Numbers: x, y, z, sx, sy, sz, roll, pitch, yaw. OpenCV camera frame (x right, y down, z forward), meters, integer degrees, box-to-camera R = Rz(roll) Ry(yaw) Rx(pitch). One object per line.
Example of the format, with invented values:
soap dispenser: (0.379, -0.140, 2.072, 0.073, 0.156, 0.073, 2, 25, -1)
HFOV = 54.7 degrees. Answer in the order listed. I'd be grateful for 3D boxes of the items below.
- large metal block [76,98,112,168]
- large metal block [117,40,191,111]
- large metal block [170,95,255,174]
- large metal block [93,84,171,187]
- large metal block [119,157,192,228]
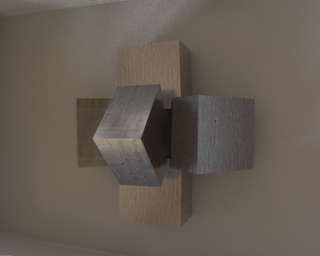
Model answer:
large metal block: (-0.082, 0.005, 0.401, 0.050, 0.080, 0.080, -1, 90, -16)
large metal block: (-0.006, -0.062, 0.395, 0.080, 0.050, 0.080, -2, 90, 20)
large metal block: (0.059, 0.006, 0.351, 0.050, 0.081, 0.079, 2, 92, 58)
large metal block: (-0.023, 0.009, 0.346, 0.050, 0.080, 0.080, -1, 46, 19)
large metal block: (-0.004, 0.076, 0.397, 0.080, 0.050, 0.080, 1, 90, 20)
